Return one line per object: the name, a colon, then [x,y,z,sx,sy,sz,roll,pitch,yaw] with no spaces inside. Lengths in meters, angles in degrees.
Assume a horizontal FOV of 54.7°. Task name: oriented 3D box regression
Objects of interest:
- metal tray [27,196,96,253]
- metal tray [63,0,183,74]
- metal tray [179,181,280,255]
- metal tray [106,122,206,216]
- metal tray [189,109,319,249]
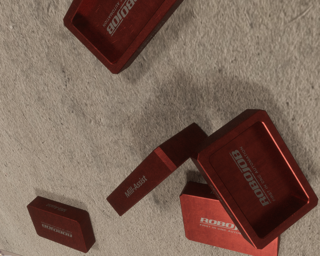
metal tray: [-0.199,0.194,0.626,0.130,0.030,0.089,9,123,22]
metal tray: [-0.041,-0.134,0.341,0.090,0.030,0.129,45,129,-4]
metal tray: [0.097,0.127,0.430,0.130,0.030,0.089,5,121,25]
metal tray: [-0.004,0.054,0.395,0.030,0.091,0.129,49,129,8]
metal tray: [0.104,0.055,0.343,0.090,0.030,0.130,-35,100,-8]
